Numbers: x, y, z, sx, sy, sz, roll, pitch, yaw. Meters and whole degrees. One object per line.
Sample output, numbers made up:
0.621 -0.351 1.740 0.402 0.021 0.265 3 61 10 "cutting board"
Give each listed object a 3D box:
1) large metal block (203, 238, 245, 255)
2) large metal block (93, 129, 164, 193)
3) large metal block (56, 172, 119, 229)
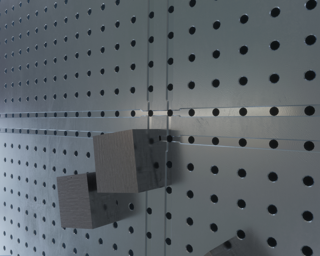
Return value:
0.066 0.183 0.339 0.080 0.050 0.080 -51 60 28 "large metal block"
-0.045 0.046 0.432 0.080 0.050 0.080 -10 84 39 "large metal block"
-0.115 0.112 0.490 0.080 0.050 0.080 -13 82 39 "large metal block"
